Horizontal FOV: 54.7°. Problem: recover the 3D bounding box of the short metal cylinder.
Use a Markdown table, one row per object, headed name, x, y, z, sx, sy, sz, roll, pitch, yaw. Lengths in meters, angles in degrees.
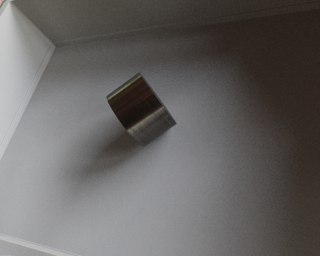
| name | x | y | z | sx | sy | sz | roll | pitch | yaw |
| --- | --- | --- | --- | --- | --- | --- | --- | --- | --- |
| short metal cylinder | -0.022 | -0.023 | 0.392 | 0.050 | 0.080 | 0.080 | -36 | 51 | 4 |
